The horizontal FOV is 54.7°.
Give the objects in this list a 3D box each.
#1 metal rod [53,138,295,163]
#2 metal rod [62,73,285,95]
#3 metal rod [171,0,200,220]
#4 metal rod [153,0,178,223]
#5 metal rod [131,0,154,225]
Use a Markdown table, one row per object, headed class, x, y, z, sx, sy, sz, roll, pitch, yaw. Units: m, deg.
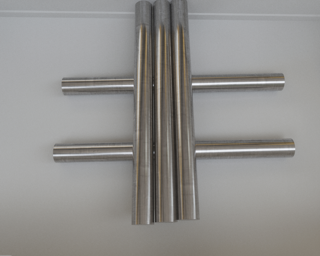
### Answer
| class | x | y | z | sx | sy | sz | roll | pitch | yaw |
| --- | --- | --- | --- | --- | --- | --- | --- | --- | --- |
| metal rod | 0.018 | 0.029 | 0.398 | 0.302 | 0.025 | 0.025 | -1 | 70 | -1 |
| metal rod | 0.019 | -0.061 | 0.431 | 0.302 | 0.025 | 0.025 | -1 | 70 | -1 |
| metal rod | 0.029 | -0.038 | 0.395 | 0.025 | 0.025 | 0.299 | -1 | 70 | 0 |
| metal rod | 0.005 | -0.036 | 0.394 | 0.025 | 0.025 | 0.299 | -1 | 70 | 0 |
| metal rod | -0.021 | -0.034 | 0.393 | 0.025 | 0.025 | 0.299 | -1 | 70 | 0 |
